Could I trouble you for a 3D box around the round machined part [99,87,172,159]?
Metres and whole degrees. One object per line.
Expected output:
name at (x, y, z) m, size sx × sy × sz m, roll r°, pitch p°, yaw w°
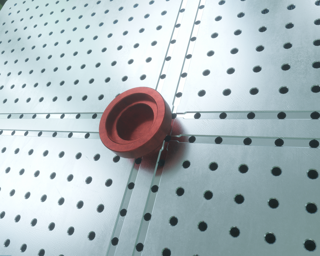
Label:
round machined part at (-0.029, -0.004, 0.416) m, size 0.098 × 0.042 × 0.098 m, roll -13°, pitch 56°, yaw 21°
